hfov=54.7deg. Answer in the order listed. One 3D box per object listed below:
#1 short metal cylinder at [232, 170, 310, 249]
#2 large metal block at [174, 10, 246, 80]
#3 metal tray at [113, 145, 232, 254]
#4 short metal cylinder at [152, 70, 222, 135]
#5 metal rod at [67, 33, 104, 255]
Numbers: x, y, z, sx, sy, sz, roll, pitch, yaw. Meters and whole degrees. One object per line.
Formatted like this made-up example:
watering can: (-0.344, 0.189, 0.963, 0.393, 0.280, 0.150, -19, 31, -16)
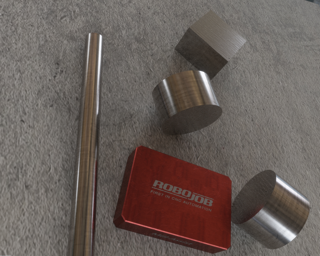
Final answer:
short metal cylinder: (0.132, 0.098, 0.380, 0.050, 0.080, 0.080, 38, 51, -3)
large metal block: (0.085, -0.139, 0.519, 0.080, 0.050, 0.080, 42, 51, 0)
metal tray: (0.020, 0.084, 0.360, 0.131, 0.030, 0.090, 21, 54, -16)
short metal cylinder: (0.035, -0.031, 0.406, 0.081, 0.080, 0.050, -3, 63, -30)
metal rod: (-0.082, 0.007, 0.355, 0.025, 0.025, 0.299, 10, 57, -23)
